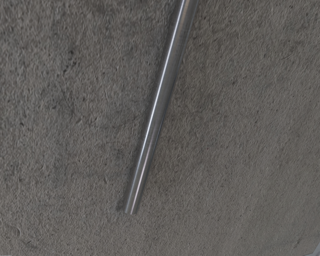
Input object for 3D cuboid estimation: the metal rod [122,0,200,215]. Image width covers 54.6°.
[{"bbox_3d":[-0.006,-0.013,0.394,0.025,0.025,0.298,2,118,-29],"label":"metal rod"}]
